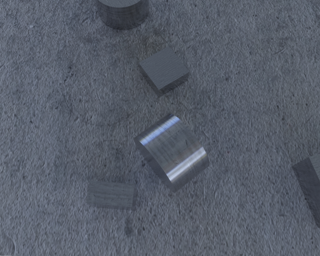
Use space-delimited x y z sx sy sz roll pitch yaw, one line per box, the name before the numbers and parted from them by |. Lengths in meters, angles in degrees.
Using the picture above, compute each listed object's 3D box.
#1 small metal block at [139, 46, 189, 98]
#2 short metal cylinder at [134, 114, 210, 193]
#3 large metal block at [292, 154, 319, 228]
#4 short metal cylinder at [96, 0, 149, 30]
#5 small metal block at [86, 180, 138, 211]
small metal block | 0.005 -0.079 0.437 0.050 0.025 0.050 -32 73 -11
short metal cylinder | 0.013 0.030 0.368 0.050 0.080 0.080 -36 74 -12
large metal block | 0.222 0.068 0.373 0.081 0.050 0.080 -14 71 -6
short metal cylinder | -0.057 -0.196 0.466 0.081 0.050 0.080 0 70 0
small metal block | -0.054 0.081 0.365 0.050 0.050 0.025 5 70 1
